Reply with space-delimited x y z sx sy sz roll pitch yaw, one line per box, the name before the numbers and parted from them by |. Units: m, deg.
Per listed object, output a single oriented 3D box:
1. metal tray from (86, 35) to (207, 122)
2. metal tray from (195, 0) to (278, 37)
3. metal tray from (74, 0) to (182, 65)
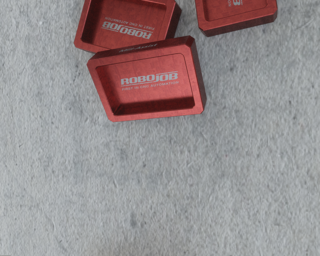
metal tray | -0.015 -0.057 0.386 0.130 0.030 0.090 -5 123 19
metal tray | 0.086 -0.186 0.375 0.090 0.030 0.129 -8 87 19
metal tray | -0.046 -0.137 0.421 0.130 0.030 0.089 18 96 18
